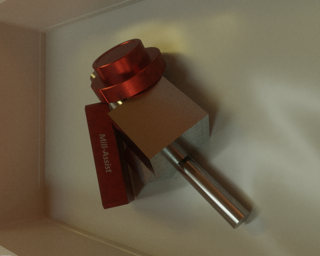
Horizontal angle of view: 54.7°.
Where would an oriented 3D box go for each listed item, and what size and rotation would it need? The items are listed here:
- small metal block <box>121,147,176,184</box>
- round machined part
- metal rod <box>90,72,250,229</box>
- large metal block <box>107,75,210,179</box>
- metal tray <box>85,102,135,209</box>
[{"bbox_3d":[-0.012,0.042,0.396,0.050,0.050,0.025,45,117,30],"label":"small metal block"},{"bbox_3d":[-0.045,-0.077,0.390,0.098,0.098,0.042,-2,129,39],"label":"round machined part"},{"bbox_3d":[-0.005,0.009,0.407,0.300,0.025,0.025,44,116,30],"label":"metal rod"},{"bbox_3d":[0.000,-0.002,0.361,0.080,0.050,0.080,-37,58,-14],"label":"large metal block"},{"bbox_3d":[-0.065,0.038,0.416,0.030,0.090,0.129,-12,80,-2],"label":"metal tray"}]
